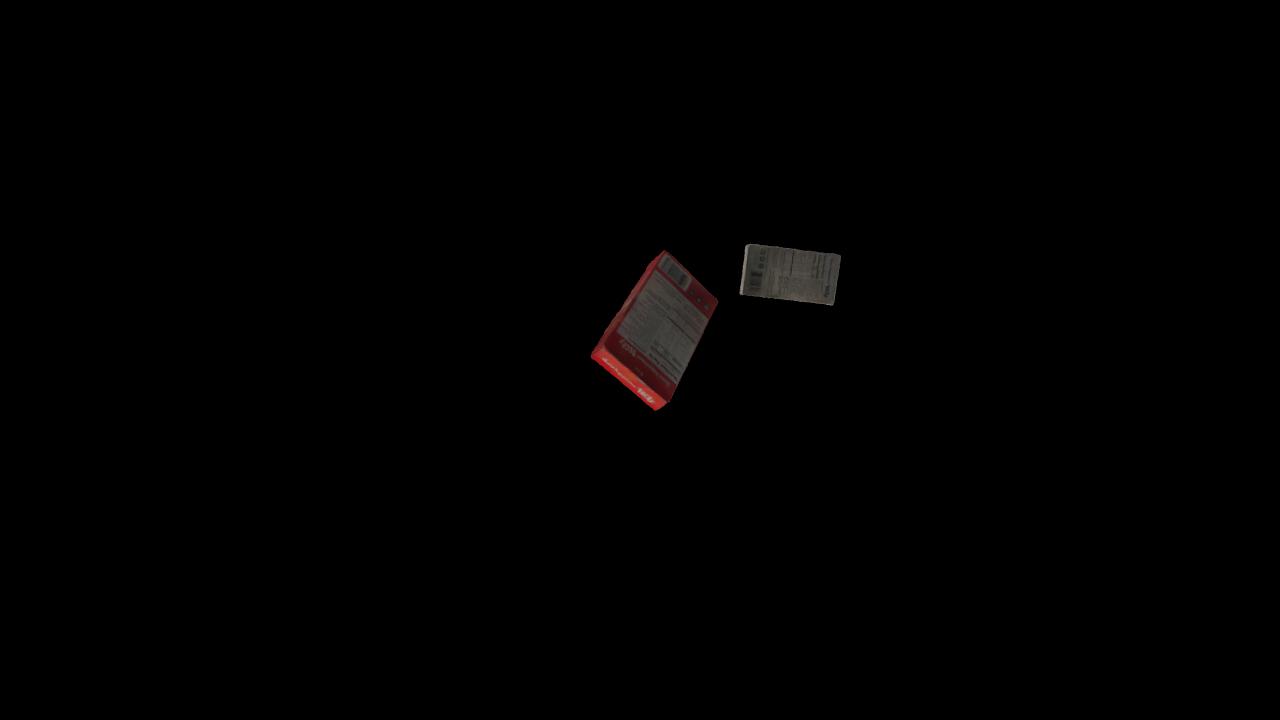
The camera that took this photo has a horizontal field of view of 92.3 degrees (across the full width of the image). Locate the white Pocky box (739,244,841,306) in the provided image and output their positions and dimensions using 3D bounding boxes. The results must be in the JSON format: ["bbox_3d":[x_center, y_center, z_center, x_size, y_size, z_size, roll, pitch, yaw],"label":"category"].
[{"bbox_3d":[0.243,-0.138,0.998,0.154,0.084,0.028,6,7,-5],"label":"white Pocky box"}]

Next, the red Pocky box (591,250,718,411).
[{"bbox_3d":[0.019,-0.033,0.598,0.083,0.155,0.028,42,-42,-14],"label":"red Pocky box"}]
